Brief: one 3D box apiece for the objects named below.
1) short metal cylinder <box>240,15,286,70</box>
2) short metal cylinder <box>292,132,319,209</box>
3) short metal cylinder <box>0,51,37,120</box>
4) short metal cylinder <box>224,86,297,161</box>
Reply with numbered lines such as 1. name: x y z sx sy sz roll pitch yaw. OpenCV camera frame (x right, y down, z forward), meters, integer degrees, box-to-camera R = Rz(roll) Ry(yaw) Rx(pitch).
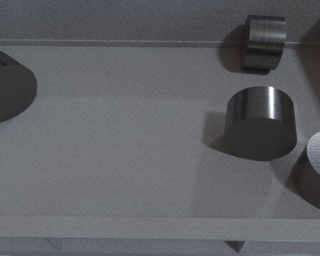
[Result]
1. short metal cylinder: 0.157 -0.132 0.481 0.050 0.080 0.080 6 50 5
2. short metal cylinder: 0.199 0.048 0.349 0.080 0.050 0.080 0 50 0
3. short metal cylinder: -0.216 -0.058 0.417 0.050 0.080 0.080 32 57 24
4. short metal cylinder: 0.120 -0.004 0.373 0.080 0.080 0.050 9 51 7
